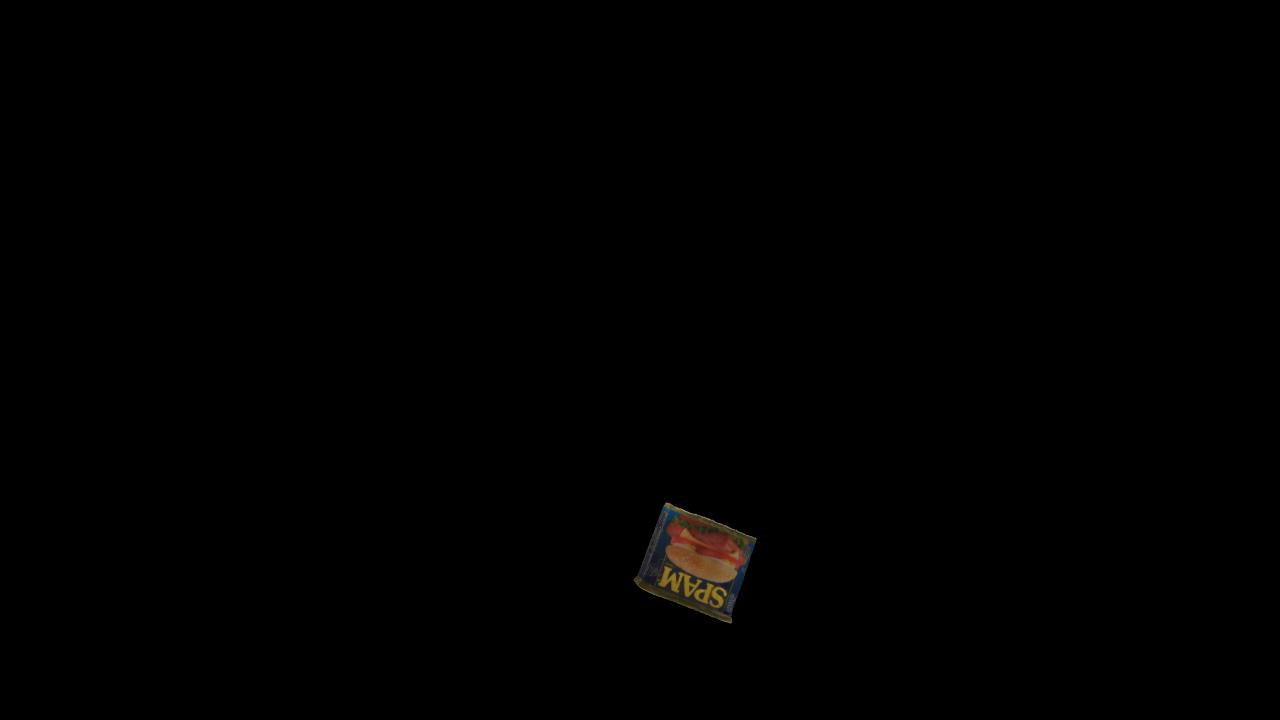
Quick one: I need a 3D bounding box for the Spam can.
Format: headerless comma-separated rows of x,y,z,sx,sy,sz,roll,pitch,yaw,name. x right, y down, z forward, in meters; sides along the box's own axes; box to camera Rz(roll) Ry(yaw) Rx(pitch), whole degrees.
0.057,0.201,0.616,0.101,0.085,0.058,24,-13,-7,Spam can
